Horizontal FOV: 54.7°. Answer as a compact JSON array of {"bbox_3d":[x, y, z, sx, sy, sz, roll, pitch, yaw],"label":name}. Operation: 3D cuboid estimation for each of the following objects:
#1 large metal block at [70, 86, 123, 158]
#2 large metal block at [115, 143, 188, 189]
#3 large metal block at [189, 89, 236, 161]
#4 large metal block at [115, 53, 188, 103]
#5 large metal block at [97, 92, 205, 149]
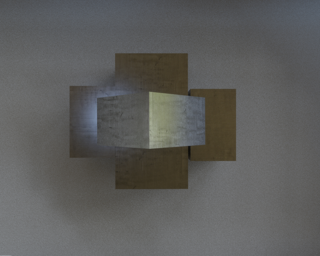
[{"bbox_3d":[-0.075,-0.007,0.383,0.050,0.080,0.080,0,90,0],"label":"large metal block"},{"bbox_3d":[-0.009,0.043,0.383,0.081,0.080,0.050,0,90,0],"label":"large metal block"},{"bbox_3d":[0.058,-0.004,0.381,0.050,0.080,0.080,0,90,-1],"label":"large metal block"},{"bbox_3d":[-0.009,-0.058,0.382,0.081,0.080,0.050,0,90,0],"label":"large metal block"},{"bbox_3d":[-0.009,-0.007,0.326,0.081,0.080,0.050,0,90,-45],"label":"large metal block"}]
